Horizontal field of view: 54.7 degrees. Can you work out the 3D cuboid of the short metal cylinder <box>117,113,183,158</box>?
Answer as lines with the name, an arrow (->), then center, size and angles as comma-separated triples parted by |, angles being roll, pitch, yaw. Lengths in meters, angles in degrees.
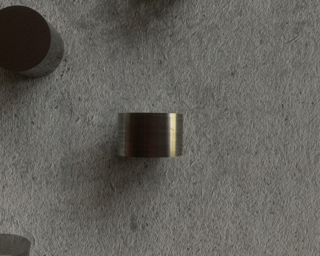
short metal cylinder -> -0.012, 0.008, 0.382 | 0.081, 0.080, 0.050 | 1, 90, 0

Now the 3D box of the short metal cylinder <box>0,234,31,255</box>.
short metal cylinder -> -0.205, 0.169, 0.381 | 0.080, 0.080, 0.050 | 7, 90, 0

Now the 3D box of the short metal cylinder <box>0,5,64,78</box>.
short metal cylinder -> -0.171, -0.107, 0.396 | 0.081, 0.050, 0.080 | 0, 90, 0
